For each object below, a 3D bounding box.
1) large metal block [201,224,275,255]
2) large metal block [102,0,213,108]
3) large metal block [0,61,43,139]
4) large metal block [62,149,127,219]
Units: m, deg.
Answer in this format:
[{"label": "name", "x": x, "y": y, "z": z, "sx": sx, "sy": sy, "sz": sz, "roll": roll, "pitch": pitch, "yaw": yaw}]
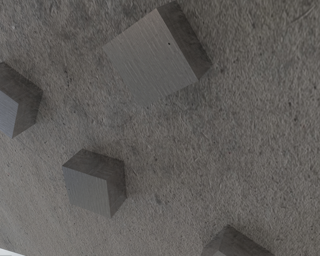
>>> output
[{"label": "large metal block", "x": 0.109, "y": 0.203, "z": 0.459, "sx": 0.080, "sy": 0.050, "sz": 0.079, "roll": 33, "pitch": 129, "yaw": 7}, {"label": "large metal block", "x": -0.002, "y": -0.080, "z": 0.342, "sx": 0.080, "sy": 0.050, "sz": 0.080, "roll": -23, "pitch": 106, "yaw": 36}, {"label": "large metal block", "x": -0.242, "y": -0.044, "z": 0.491, "sx": 0.080, "sy": 0.050, "sz": 0.079, "roll": 36, "pitch": 129, "yaw": 4}, {"label": "large metal block", "x": -0.103, "y": 0.089, "z": 0.500, "sx": 0.080, "sy": 0.050, "sz": 0.079, "roll": 13, "pitch": 124, "yaw": 20}]
